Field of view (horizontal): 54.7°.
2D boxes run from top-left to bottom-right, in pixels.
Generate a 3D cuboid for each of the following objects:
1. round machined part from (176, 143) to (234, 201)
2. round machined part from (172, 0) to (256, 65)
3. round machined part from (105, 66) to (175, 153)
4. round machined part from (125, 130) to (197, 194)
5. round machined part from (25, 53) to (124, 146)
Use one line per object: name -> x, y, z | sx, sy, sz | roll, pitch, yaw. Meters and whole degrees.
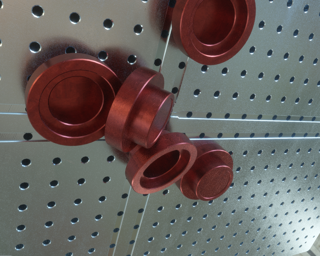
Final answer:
round machined part -> 0.077, 0.077, 0.492 | 0.099, 0.042, 0.097 | -14, 125, -21
round machined part -> 0.057, -0.125, 0.355 | 0.099, 0.042, 0.097 | -14, 125, -21
round machined part -> -0.017, -0.016, 0.348 | 0.098, 0.042, 0.098 | -60, 167, -23
round machined part -> -0.002, 0.041, 0.414 | 0.099, 0.042, 0.097 | -24, 144, -18
round machined part -> -0.091, -0.033, 0.331 | 0.099, 0.042, 0.097 | -14, 124, -21
